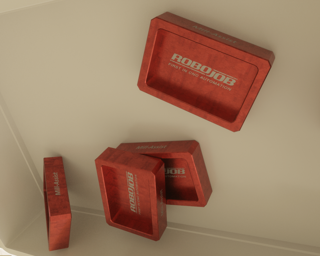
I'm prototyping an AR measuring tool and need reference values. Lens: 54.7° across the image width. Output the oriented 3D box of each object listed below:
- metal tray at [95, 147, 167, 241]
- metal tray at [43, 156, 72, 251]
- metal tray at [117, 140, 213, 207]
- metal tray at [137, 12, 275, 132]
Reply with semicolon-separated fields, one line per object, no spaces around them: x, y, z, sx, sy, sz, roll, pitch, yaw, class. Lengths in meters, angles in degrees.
-0.039;0.096;0.443;0.090;0.030;0.129;11;123;22;metal tray
-0.174;0.122;0.516;0.030;0.130;0.089;-2;130;-24;metal tray
0.001;0.065;0.444;0.130;0.030;0.089;-4;117;29;metal tray
0.045;-0.061;0.342;0.130;0.030;0.089;25;127;12;metal tray
